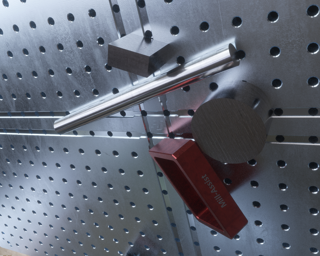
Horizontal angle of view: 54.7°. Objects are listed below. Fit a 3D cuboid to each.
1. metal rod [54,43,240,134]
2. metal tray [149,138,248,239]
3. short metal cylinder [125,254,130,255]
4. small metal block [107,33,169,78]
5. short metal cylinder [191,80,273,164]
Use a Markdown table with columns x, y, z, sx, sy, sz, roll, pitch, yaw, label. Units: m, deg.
| x | y | z | sx | sy | sz | roll | pitch | yaw | label |
| --- | --- | --- | --- | --- | --- | --- | --- | --- | --- |
| -0.040 | -0.039 | 0.407 | 0.300 | 0.025 | 0.025 | -18 | 109 | 35 | metal rod |
| 0.046 | 0.074 | 0.399 | 0.130 | 0.030 | 0.090 | 55 | 162 | -12 | metal tray |
| -0.067 | 0.291 | 0.591 | 0.050 | 0.080 | 0.079 | 35 | 129 | 5 | short metal cylinder |
| -0.025 | -0.085 | 0.356 | 0.050 | 0.050 | 0.025 | 20 | 126 | 16 | small metal block |
| 0.081 | -0.007 | 0.348 | 0.080 | 0.050 | 0.079 | 13 | 124 | 21 | short metal cylinder |
